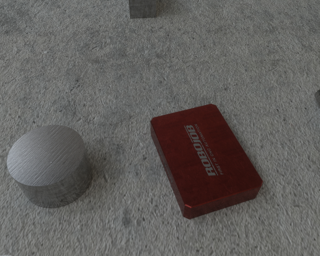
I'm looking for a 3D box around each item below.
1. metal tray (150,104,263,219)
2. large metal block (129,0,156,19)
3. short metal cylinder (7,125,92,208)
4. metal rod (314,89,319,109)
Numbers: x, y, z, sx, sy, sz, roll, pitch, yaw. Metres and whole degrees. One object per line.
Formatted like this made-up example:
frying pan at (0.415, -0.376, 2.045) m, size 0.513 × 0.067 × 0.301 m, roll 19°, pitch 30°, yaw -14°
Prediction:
metal tray at (0.050, 0.033, 0.372) m, size 0.091 × 0.030 × 0.130 m, roll -14°, pitch 51°, yaw -12°
large metal block at (-0.036, -0.268, 0.593) m, size 0.050 × 0.080 × 0.080 m, roll -4°, pitch 50°, yaw -3°
short metal cylinder at (-0.121, 0.043, 0.350) m, size 0.081 × 0.050 × 0.080 m, roll 0°, pitch 50°, yaw 0°
metal rod at (0.233, 0.065, 0.349) m, size 0.025 × 0.025 × 0.300 m, roll 1°, pitch 50°, yaw 1°
